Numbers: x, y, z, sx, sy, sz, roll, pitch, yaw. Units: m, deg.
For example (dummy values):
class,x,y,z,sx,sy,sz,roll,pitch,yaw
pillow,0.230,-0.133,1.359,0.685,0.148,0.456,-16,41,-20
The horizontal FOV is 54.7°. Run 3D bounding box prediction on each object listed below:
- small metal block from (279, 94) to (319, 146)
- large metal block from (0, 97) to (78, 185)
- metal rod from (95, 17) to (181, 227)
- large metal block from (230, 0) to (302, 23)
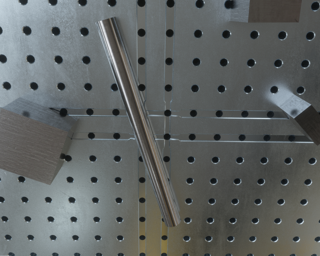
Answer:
class,x,y,z,sx,sy,sz,roll,pitch,yaw
small metal block,0.187,-0.011,0.399,0.025,0.050,0.050,-42,105,14
large metal block,-0.164,0.017,0.404,0.080,0.050,0.079,21,109,-8
metal rod,-0.022,0.006,0.415,0.025,0.025,0.298,-16,110,5
large metal block,0.111,-0.155,0.329,0.050,0.080,0.079,0,110,0
